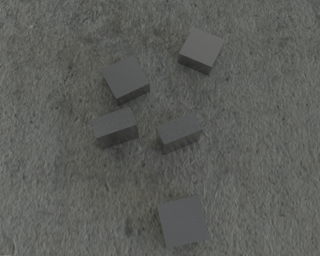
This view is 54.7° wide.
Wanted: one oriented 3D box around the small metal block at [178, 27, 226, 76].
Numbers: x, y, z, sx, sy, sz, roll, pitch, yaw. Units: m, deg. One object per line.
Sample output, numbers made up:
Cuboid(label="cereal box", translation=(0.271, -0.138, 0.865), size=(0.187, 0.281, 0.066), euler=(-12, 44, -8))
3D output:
Cuboid(label="small metal block", translation=(0.060, -0.111, 0.450), size=(0.050, 0.025, 0.050), euler=(25, 72, 8))

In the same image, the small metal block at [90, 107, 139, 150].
Cuboid(label="small metal block", translation=(-0.056, 0.001, 0.394), size=(0.050, 0.050, 0.025), euler=(-19, 72, -7))

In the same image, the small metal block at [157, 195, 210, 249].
Cuboid(label="small metal block", translation=(0.026, 0.111, 0.368), size=(0.050, 0.025, 0.050), euler=(-12, 71, -5))

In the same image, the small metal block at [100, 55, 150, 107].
Cuboid(label="small metal block", translation=(-0.048, -0.066, 0.432), size=(0.050, 0.025, 0.050), euler=(-27, 73, -10))

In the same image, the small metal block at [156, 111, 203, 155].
Cuboid(label="small metal block", translation=(0.023, 0.008, 0.392), size=(0.050, 0.050, 0.025), euler=(-21, 72, -8))
